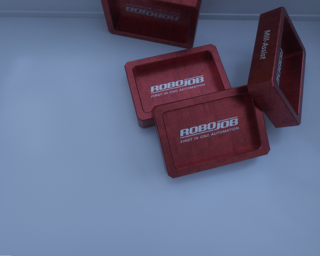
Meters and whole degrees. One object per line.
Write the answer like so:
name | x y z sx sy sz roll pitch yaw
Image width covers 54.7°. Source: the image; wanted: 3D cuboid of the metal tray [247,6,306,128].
metal tray | 0.153 -0.077 0.396 0.030 0.090 0.130 -9 52 41

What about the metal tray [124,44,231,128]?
metal tray | 0.025 -0.059 0.428 0.131 0.030 0.090 -13 71 -5

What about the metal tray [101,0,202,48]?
metal tray | -0.011 -0.160 0.433 0.131 0.090 0.030 12 71 4

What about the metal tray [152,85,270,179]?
metal tray | 0.063 0.002 0.388 0.131 0.030 0.089 -14 95 -5
